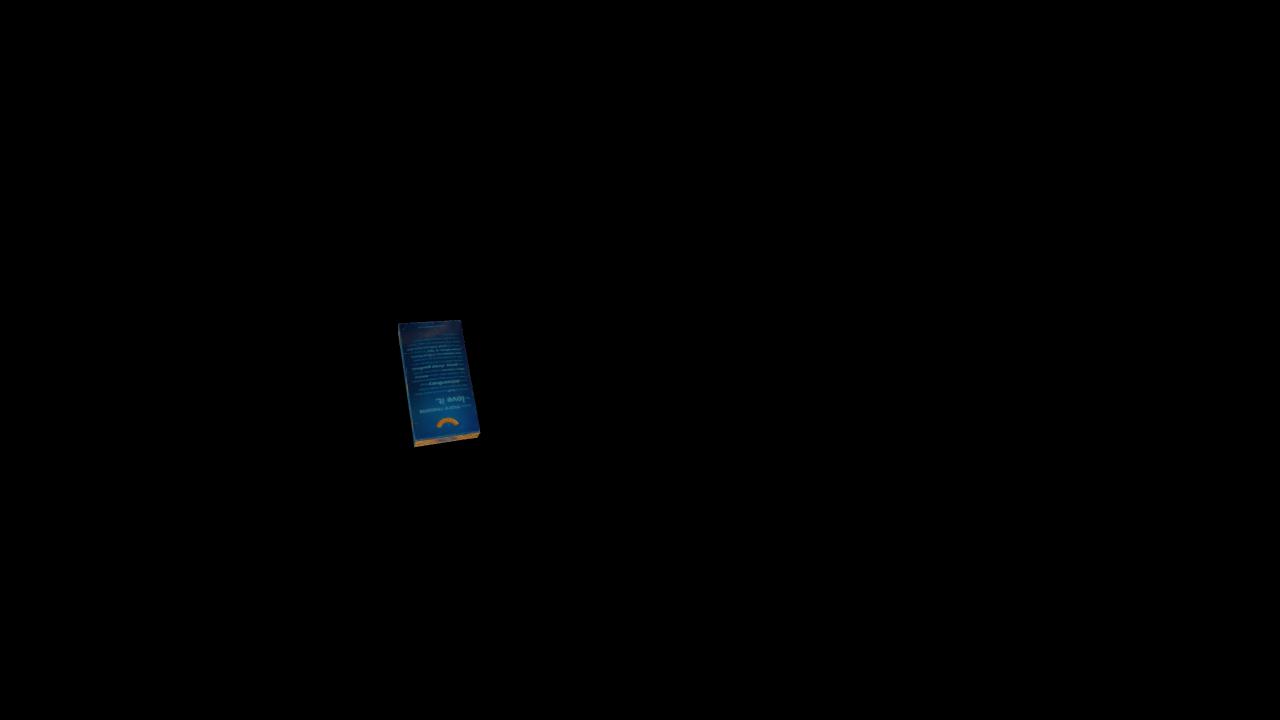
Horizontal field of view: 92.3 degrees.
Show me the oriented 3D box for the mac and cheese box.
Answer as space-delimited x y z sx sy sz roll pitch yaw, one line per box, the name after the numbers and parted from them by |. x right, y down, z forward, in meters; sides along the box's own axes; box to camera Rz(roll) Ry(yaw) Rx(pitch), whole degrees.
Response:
-0.300 0.031 0.913 0.093 0.184 0.041 -5 -22 -27 | mac and cheese box
